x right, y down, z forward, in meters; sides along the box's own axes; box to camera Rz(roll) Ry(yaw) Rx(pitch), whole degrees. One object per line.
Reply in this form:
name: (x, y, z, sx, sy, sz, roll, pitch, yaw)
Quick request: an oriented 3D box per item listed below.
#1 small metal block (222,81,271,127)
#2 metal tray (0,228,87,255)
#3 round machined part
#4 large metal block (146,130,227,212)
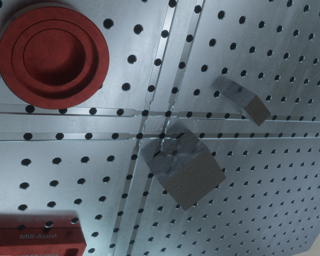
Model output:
small metal block: (0.124, -0.035, 0.443, 0.025, 0.050, 0.050, -48, 129, 5)
metal tray: (-0.178, 0.182, 0.423, 0.131, 0.030, 0.089, 12, 112, -34)
round machined part: (-0.103, -0.070, 0.301, 0.099, 0.042, 0.097, -14, 125, -21)
large metal block: (0.040, 0.064, 0.459, 0.080, 0.050, 0.080, -38, 130, -3)
